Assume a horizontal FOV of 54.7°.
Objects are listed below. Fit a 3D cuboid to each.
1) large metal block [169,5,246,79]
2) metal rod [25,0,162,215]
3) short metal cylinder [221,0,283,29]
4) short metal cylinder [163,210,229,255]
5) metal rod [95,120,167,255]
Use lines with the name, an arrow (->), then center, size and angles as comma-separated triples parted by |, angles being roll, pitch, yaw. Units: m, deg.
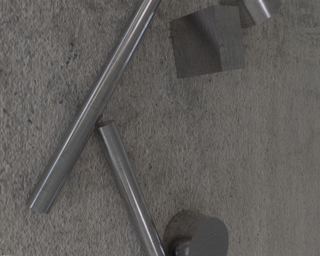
large metal block -> 0.063, -0.114, 0.422 | 0.050, 0.080, 0.079 | -16, 100, -39
metal rod -> -0.062, -0.050, 0.352 | 0.025, 0.025, 0.300 | 38, 67, -34
short metal cylinder -> 0.145, -0.204, 0.490 | 0.050, 0.080, 0.080 | 47, 62, -30
short metal cylinder -> 0.050, 0.159, 0.431 | 0.081, 0.050, 0.079 | 0, 90, -40
metal rod -> -0.016, 0.131, 0.391 | 0.025, 0.025, 0.298 | -30, 109, -36
